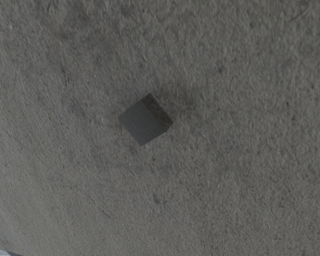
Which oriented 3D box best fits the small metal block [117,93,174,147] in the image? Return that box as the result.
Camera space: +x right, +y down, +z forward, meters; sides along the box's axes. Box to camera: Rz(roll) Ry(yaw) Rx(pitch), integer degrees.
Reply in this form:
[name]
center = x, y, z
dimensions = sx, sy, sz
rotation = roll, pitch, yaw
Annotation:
[small metal block]
center = -0.020, -0.010, 0.409
dimensions = 0.050, 0.025, 0.050
rotation = -32, 101, 38
